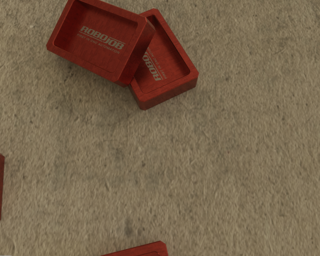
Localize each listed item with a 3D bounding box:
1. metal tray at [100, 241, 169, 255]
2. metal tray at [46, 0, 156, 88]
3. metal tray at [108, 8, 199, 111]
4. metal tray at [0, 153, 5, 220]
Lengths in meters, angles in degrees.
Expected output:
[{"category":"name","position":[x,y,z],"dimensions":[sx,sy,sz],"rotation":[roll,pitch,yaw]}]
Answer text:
[{"category":"metal tray","position":[-0.024,0.198,0.332],"dimensions":[0.091,0.030,0.130],"rotation":[-12,71,-5]},{"category":"metal tray","position":[-0.082,-0.121,0.418],"dimensions":[0.130,0.030,0.090],"rotation":[28,93,22]},{"category":"metal tray","position":[-0.015,-0.100,0.441],"dimensions":[0.091,0.030,0.130],"rotation":[-26,72,-10]},{"category":"metal tray","position":[-0.263,0.077,0.374],"dimensions":[0.131,0.030,0.090],"rotation":[-6,70,-3]}]
